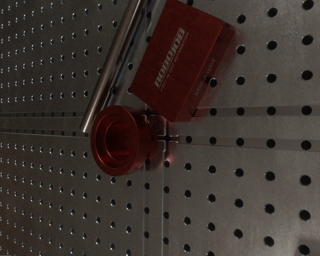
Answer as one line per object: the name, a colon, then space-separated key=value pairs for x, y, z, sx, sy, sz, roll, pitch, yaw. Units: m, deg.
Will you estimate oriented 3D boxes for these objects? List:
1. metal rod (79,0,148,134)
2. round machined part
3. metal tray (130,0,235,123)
metal rod: x=-0.057 y=-0.123 z=0.454 sx=0.025 sy=0.025 sz=0.298 roll=39 pitch=114 yaw=32
round machined part: x=-0.051 y=0.017 z=0.438 sx=0.098 sy=0.042 sz=0.097 roll=0 pitch=90 yaw=39
metal tray: x=0.023 y=-0.082 z=0.386 sx=0.090 sy=0.030 sz=0.129 roll=39 pitch=113 yaw=33
